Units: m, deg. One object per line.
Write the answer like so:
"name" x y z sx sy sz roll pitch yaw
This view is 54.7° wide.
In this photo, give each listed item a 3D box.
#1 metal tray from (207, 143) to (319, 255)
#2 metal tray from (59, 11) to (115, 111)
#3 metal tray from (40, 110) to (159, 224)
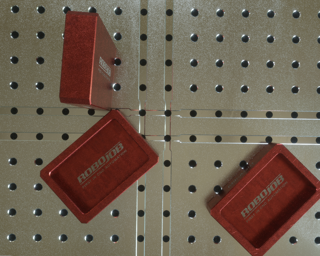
"metal tray" 0.140 0.094 0.412 0.130 0.030 0.090 -45 91 0
"metal tray" -0.078 -0.068 0.360 0.030 0.130 0.089 5 90 0
"metal tray" -0.077 0.049 0.409 0.130 0.030 0.090 -41 91 -1
